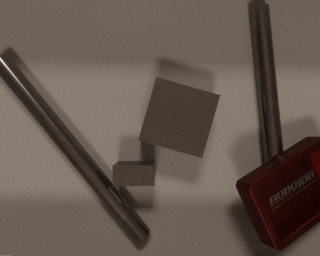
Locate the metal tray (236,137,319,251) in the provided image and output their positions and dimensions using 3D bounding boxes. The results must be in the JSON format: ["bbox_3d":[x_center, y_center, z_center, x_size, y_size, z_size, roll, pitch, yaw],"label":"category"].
[{"bbox_3d":[0.169,0.078,0.387,0.131,0.030,0.090,-27,97,-18],"label":"metal tray"}]

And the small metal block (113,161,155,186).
[{"bbox_3d":[-0.032,0.058,0.399,0.050,0.050,0.025,-1,90,-1],"label":"small metal block"}]

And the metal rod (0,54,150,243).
[{"bbox_3d":[-0.117,0.027,0.409,0.025,0.025,0.300,-39,91,0],"label":"metal rod"}]

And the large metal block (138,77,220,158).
[{"bbox_3d":[0.023,-0.013,0.399,0.080,0.050,0.080,16,90,-1],"label":"large metal block"}]

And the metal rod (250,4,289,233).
[{"bbox_3d":[0.147,-0.013,0.413,0.025,0.025,0.298,-6,90,-1],"label":"metal rod"}]
